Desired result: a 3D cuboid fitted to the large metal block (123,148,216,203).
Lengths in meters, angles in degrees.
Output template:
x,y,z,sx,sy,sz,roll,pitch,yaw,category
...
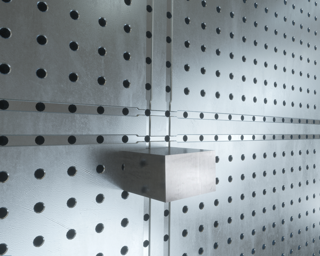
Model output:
x,y,z,sx,sy,sz,roll,pitch,yaw,category
0.011,0.053,0.382,0.081,0.080,0.050,-2,91,-40,large metal block
